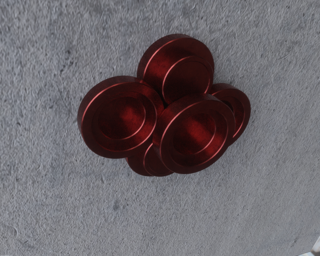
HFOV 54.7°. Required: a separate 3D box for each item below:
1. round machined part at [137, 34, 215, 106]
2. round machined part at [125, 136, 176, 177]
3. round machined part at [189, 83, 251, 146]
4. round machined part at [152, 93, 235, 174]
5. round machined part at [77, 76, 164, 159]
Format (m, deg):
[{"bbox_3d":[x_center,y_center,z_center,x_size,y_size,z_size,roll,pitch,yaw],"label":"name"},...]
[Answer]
[{"bbox_3d":[0.025,-0.060,0.375,0.099,0.042,0.097,-14,125,-21],"label":"round machined part"},{"bbox_3d":[0.002,0.026,0.416,0.099,0.042,0.097,-14,125,-21],"label":"round machined part"},{"bbox_3d":[0.073,-0.017,0.428,0.099,0.042,0.097,-14,125,-21],"label":"round machined part"},{"bbox_3d":[0.036,0.003,0.365,0.099,0.042,0.097,-14,125,-21],"label":"round machined part"},{"bbox_3d":[-0.048,-0.016,0.363,0.099,0.042,0.097,-14,125,-21],"label":"round machined part"}]
